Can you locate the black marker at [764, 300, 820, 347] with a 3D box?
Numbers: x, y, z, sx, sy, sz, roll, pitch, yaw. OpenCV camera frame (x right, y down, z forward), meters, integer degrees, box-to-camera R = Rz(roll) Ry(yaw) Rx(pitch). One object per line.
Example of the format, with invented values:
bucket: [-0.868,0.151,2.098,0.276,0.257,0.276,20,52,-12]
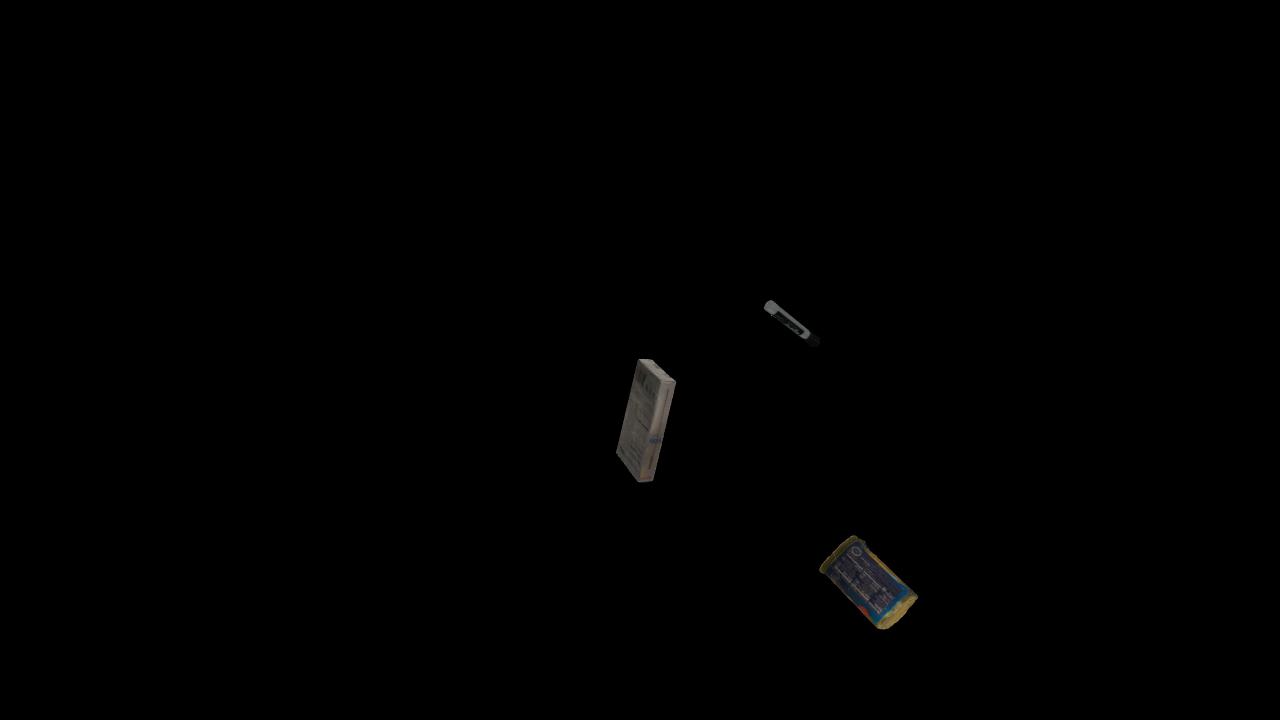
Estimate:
black marker: [0.248,-0.057,0.993,0.121,0.020,0.020,33,-15,-24]

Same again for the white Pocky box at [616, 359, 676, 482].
white Pocky box: [0.006,0.084,0.859,0.028,0.154,0.084,3,21,-27]

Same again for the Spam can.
Spam can: [0.263,0.254,0.701,0.085,0.058,0.101,45,6,35]
